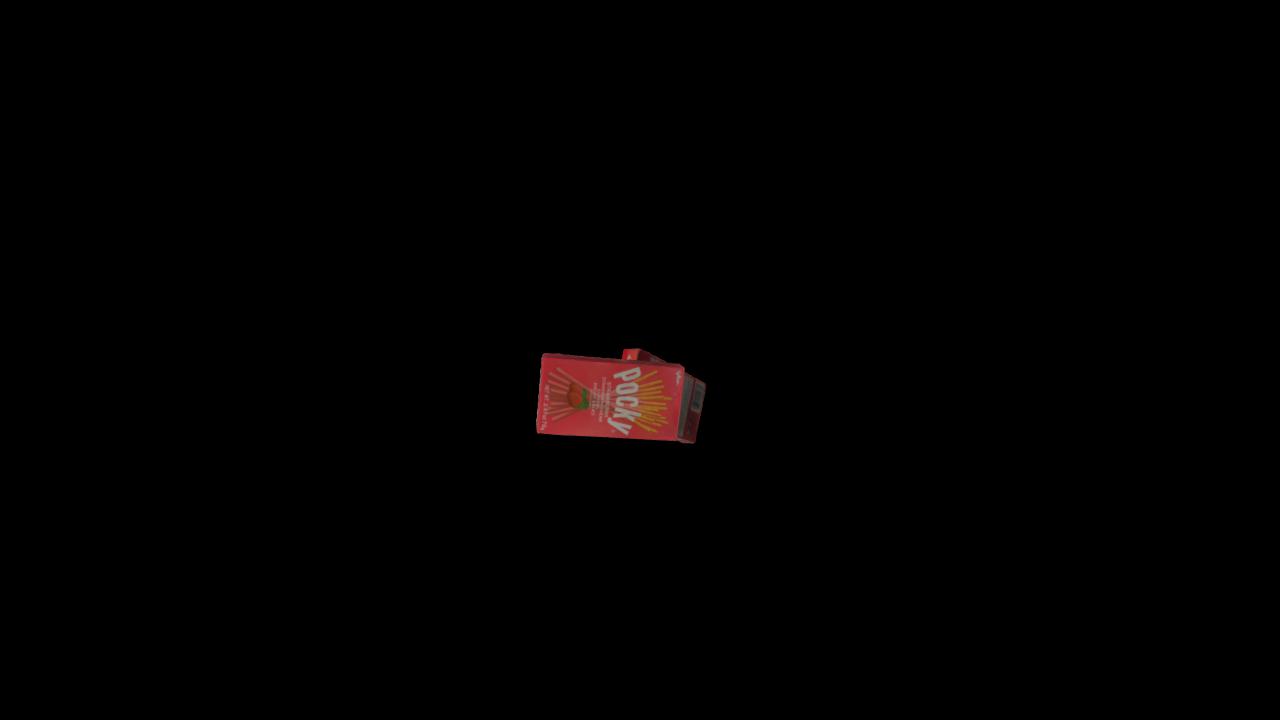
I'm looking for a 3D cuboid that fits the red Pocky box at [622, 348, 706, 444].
[{"bbox_3d":[0.026,0.046,0.746,0.028,0.083,0.155,4,-15,38],"label":"red Pocky box"}]

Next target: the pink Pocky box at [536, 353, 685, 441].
[{"bbox_3d":[-0.032,0.041,0.665,0.155,0.084,0.029,5,8,-10],"label":"pink Pocky box"}]
